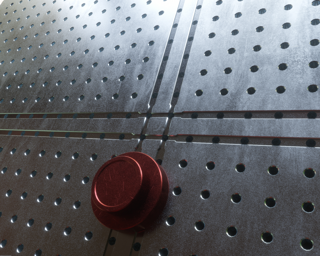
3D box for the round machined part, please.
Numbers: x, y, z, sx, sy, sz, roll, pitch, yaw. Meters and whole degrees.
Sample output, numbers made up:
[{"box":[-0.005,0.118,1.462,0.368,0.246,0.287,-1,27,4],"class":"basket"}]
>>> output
[{"box":[-0.043,0.072,0.374,0.098,0.042,0.098,-13,56,20],"class":"round machined part"}]
